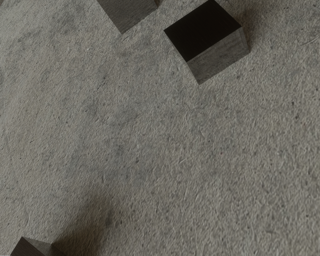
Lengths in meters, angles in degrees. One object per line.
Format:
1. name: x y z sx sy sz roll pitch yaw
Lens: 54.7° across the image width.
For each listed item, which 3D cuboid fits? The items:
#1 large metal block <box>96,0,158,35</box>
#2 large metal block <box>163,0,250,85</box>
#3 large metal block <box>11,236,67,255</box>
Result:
1. large metal block: -0.063 -0.227 0.541 0.080 0.080 0.050 -36 51 4
2. large metal block: 0.063 -0.120 0.428 0.080 0.050 0.080 -32 52 7
3. large metal block: -0.139 0.182 0.349 0.080 0.050 0.080 18 71 35
